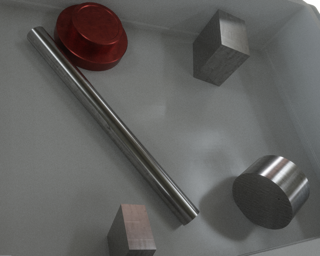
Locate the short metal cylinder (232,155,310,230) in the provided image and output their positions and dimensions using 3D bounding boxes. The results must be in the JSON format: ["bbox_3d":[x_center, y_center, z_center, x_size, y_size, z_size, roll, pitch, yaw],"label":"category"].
[{"bbox_3d":[0.142,0.082,0.399,0.050,0.080,0.080,-29,78,-38],"label":"short metal cylinder"}]

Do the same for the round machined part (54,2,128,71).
[{"bbox_3d":[-0.089,-0.130,0.421,0.099,0.042,0.098,12,62,-24],"label":"round machined part"}]

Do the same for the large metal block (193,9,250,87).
[{"bbox_3d":[0.096,-0.128,0.502,0.050,0.080,0.080,16,55,-20],"label":"large metal block"}]

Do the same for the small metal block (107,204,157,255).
[{"bbox_3d":[-0.029,0.110,0.297,0.025,0.050,0.050,10,32,-23],"label":"small metal block"}]

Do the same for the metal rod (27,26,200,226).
[{"bbox_3d":[-0.061,-0.007,0.378,0.300,0.025,0.025,49,51,6],"label":"metal rod"}]
